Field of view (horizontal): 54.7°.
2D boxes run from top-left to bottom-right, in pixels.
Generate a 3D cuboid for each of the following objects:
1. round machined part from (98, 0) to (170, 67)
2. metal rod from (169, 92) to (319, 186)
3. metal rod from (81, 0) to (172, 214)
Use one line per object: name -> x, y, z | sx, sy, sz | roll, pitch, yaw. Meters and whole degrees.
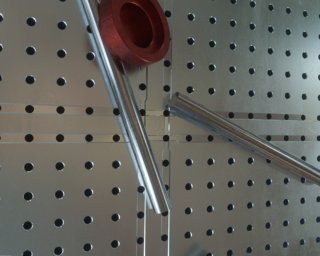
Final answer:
round machined part -> -0.035, -0.121, 0.376 | 0.099, 0.042, 0.098 | 16, 69, -47
metal rod -> 0.147, 0.025, 0.468 | 0.301, 0.025, 0.025 | 26, 81, -19
metal rod -> -0.043, -0.032, 0.397 | 0.025, 0.025, 0.298 | -21, 97, -19
